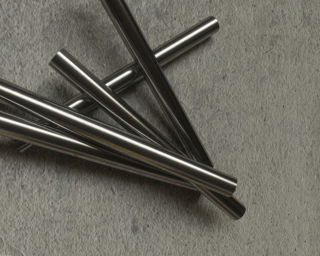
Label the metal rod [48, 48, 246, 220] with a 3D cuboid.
[{"bbox_3d":[-0.004,0.017,0.377,0.300,0.025,0.025,41,77,-15],"label":"metal rod"}]

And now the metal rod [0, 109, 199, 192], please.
[{"bbox_3d":[-0.058,0.034,0.370,0.302,0.025,0.025,21,83,-25],"label":"metal rod"}]

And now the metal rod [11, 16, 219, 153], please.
[{"bbox_3d":[-0.044,-0.064,0.392,0.301,0.025,0.025,-35,102,-17],"label":"metal rod"}]

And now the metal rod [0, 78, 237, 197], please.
[{"bbox_3d":[-0.052,0.011,0.348,0.301,0.025,0.025,23,82,-8],"label":"metal rod"}]

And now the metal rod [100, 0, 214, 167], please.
[{"bbox_3d":[-0.007,-0.065,0.381,0.025,0.025,0.299,-37,111,-16],"label":"metal rod"}]
